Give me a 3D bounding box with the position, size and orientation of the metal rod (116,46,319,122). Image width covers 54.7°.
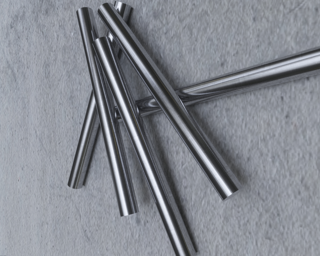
[{"bbox_3d":[0.035,-0.040,0.374,0.300,0.025,0.025,-11,83,39],"label":"metal rod"}]

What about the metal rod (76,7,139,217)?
[{"bbox_3d":[-0.075,-0.030,0.430,0.025,0.025,0.299,-23,76,37],"label":"metal rod"}]

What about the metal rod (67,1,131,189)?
[{"bbox_3d":[-0.098,-0.042,0.482,0.025,0.025,0.298,29,108,36],"label":"metal rod"}]

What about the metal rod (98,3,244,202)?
[{"bbox_3d":[-0.001,-0.048,0.369,0.025,0.025,0.299,-47,62,29],"label":"metal rod"}]

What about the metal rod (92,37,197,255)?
[{"bbox_3d":[-0.023,0.021,0.396,0.025,0.025,0.299,-28,81,36],"label":"metal rod"}]
